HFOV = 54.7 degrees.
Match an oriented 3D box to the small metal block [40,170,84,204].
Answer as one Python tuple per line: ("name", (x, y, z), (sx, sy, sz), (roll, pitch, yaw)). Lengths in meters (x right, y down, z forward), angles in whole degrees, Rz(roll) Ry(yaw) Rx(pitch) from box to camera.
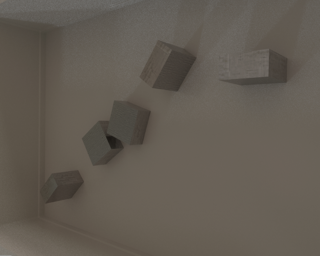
("small metal block", (-0.166, 0.099, 0.524), (0.050, 0.050, 0.025), (-50, 61, 28))

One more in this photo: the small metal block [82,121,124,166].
("small metal block", (-0.089, 0.023, 0.478), (0.050, 0.025, 0.050), (-41, 66, 32))

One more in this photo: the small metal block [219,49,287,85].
("small metal block", (0.094, -0.059, 0.312), (0.050, 0.050, 0.025), (2, 92, 39))

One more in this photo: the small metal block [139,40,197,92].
("small metal block", (0.010, -0.075, 0.380), (0.025, 0.050, 0.050), (44, 116, 31))

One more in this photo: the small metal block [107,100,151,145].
("small metal block", (-0.045, -0.008, 0.442), (0.050, 0.025, 0.050), (24, 105, 37))
